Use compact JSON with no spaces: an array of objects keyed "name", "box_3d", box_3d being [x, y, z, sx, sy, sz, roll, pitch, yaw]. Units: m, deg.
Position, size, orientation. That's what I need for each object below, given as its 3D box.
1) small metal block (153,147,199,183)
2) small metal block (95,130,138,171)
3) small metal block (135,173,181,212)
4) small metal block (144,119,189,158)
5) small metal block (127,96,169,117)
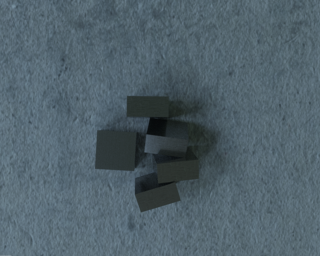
[{"name":"small metal block","box_3d":[0.018,0.046,0.393,0.050,0.050,0.025,-5,105,-7]},{"name":"small metal block","box_3d":[-0.057,0.029,0.409,0.050,0.025,0.050,3,90,-1]},{"name":"small metal block","box_3d":[-0.004,0.078,0.395,0.050,0.050,0.025,-16,104,0]},{"name":"small metal block","box_3d":[0.009,0.011,0.395,0.050,0.050,0.025,8,115,0]},{"name":"small metal block","box_3d":[-0.015,-0.026,0.397,0.050,0.050,0.025,1,90,0]}]
